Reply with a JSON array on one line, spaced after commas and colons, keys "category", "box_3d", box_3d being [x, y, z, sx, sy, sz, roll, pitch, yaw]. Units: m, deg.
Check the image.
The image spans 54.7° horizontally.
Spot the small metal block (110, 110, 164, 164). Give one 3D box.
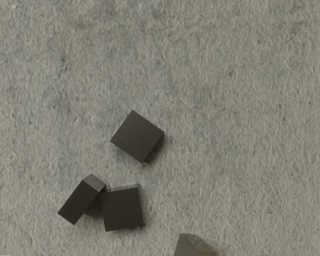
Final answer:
[{"category": "small metal block", "box_3d": [-0.029, 0.011, 0.410, 0.050, 0.025, 0.050, 35, 90, -1]}]

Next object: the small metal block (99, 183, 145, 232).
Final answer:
[{"category": "small metal block", "box_3d": [-0.049, 0.104, 0.409, 0.050, 0.025, 0.050, -10, 90, -1]}]

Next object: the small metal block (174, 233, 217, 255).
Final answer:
[{"category": "small metal block", "box_3d": [0.042, 0.170, 0.395, 0.025, 0.050, 0.050, 16, 90, -26]}]

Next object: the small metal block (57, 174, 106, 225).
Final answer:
[{"category": "small metal block", "box_3d": [-0.098, 0.089, 0.396, 0.025, 0.050, 0.050, 37, 90, -1]}]
